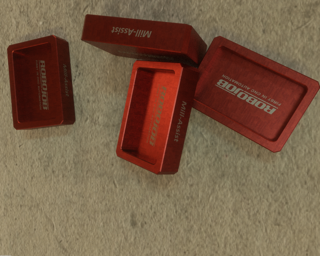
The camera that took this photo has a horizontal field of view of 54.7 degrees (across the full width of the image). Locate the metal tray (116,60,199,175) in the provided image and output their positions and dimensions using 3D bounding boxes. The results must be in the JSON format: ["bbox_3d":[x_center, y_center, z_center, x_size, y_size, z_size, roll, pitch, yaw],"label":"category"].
[{"bbox_3d":[-0.006,-0.016,0.387,0.090,0.030,0.129,16,96,46],"label":"metal tray"}]

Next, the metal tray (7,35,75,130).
[{"bbox_3d":[-0.180,-0.065,0.467,0.090,0.030,0.129,-6,88,19],"label":"metal tray"}]

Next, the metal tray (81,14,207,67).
[{"bbox_3d":[-0.016,-0.104,0.379,0.130,0.090,0.030,12,94,19],"label":"metal tray"}]

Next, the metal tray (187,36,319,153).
[{"bbox_3d":[0.104,-0.041,0.369,0.130,0.030,0.090,31,100,17],"label":"metal tray"}]
